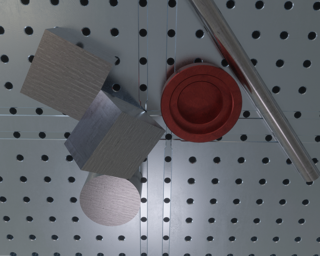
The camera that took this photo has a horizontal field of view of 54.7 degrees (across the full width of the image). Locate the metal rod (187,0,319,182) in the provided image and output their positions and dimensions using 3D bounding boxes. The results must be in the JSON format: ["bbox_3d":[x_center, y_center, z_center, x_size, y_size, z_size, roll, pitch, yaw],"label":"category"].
[{"bbox_3d":[0.127,-0.046,0.397,0.025,0.025,0.300,-35,107,12],"label":"metal rod"}]

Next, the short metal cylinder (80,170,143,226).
[{"bbox_3d":[-0.066,0.088,0.432,0.081,0.050,0.079,0,110,0],"label":"short metal cylinder"}]

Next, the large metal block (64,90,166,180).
[{"bbox_3d":[-0.054,0.011,0.379,0.080,0.050,0.080,24,106,-50],"label":"large metal block"}]

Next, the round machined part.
[{"bbox_3d":[0.050,-0.034,0.392,0.099,0.042,0.097,0,110,0],"label":"round machined part"}]

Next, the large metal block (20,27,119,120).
[{"bbox_3d":[-0.107,-0.065,0.375,0.080,0.050,0.080,27,108,-10],"label":"large metal block"}]
